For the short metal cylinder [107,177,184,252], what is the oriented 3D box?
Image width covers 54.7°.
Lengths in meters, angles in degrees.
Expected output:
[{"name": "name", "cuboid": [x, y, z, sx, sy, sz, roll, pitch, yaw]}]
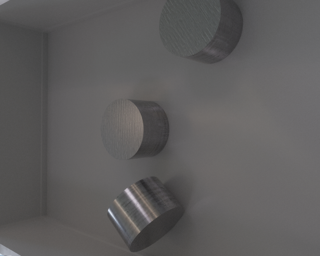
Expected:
[{"name": "short metal cylinder", "cuboid": [-0.017, 0.107, 0.386, 0.050, 0.081, 0.080, 47, 118, 30]}]

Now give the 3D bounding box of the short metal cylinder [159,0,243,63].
[{"name": "short metal cylinder", "cuboid": [0.046, -0.117, 0.353, 0.080, 0.050, 0.080, 0, 90, 40]}]

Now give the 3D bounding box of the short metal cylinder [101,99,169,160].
[{"name": "short metal cylinder", "cuboid": [-0.034, 0.002, 0.419, 0.080, 0.050, 0.080, 0, 90, 40]}]
